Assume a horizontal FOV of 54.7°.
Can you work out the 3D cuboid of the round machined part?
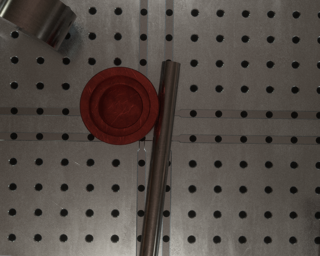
[{"bbox_3d":[-0.050,-0.027,0.404,0.099,0.042,0.097,0,90,0],"label":"round machined part"}]

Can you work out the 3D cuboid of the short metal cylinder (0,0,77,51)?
[{"bbox_3d":[-0.152,-0.139,0.384,0.080,0.080,0.050,29,90,-1],"label":"short metal cylinder"}]

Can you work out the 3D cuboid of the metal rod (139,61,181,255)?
[{"bbox_3d":[-0.002,0.061,0.413,0.025,0.025,0.298,7,90,-1],"label":"metal rod"}]
